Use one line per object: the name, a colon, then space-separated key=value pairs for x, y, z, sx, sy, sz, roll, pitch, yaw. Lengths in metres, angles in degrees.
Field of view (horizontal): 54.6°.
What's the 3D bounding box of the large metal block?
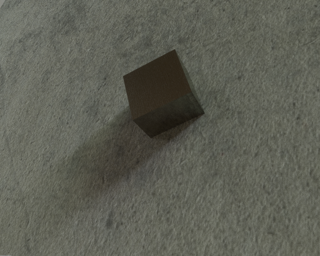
large metal block: x=0.004 y=-0.045 z=0.415 sx=0.080 sy=0.050 sz=0.080 roll=-25 pitch=53 yaw=12
